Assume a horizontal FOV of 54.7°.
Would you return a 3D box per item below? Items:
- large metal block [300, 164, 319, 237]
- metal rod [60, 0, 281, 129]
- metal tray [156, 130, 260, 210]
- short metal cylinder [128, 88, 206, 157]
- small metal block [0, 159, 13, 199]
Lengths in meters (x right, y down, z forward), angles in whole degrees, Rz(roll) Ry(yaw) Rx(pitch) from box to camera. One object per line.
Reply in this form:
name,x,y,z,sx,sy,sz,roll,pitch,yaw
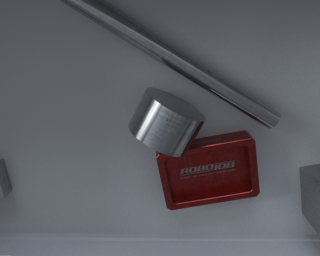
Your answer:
large metal block,0.235,0.102,0.423,0.050,0.080,0.079,-11,110,4
metal rod,0.022,-0.082,0.381,0.301,0.025,0.025,30,107,-11
metal tray,0.067,0.060,0.431,0.131,0.030,0.089,-10,110,3
short metal cylinder,0.008,-0.008,0.379,0.080,0.080,0.050,25,108,-9
small metal block,-0.244,0.073,0.435,0.050,0.025,0.050,-5,110,1
